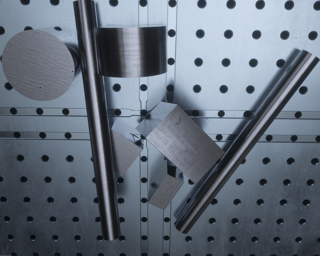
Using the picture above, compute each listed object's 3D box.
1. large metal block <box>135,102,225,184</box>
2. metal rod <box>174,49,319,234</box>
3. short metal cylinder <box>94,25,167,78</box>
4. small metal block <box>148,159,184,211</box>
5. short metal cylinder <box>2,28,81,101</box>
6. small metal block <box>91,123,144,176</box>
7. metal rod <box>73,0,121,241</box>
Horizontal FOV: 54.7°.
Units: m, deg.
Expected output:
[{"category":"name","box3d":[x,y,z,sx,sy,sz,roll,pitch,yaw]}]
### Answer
[{"category":"large metal block","box3d":[0.021,0.014,0.383,0.080,0.080,0.050,44,86,-15]},{"category":"metal rod","box3d":[0.109,0.030,0.425,0.025,0.025,0.298,29,107,-10]},{"category":"short metal cylinder","box3d":[-0.032,-0.089,0.351,0.080,0.080,0.050,-1,110,0]},{"category":"small metal block","box3d":[0.008,0.076,0.428,0.025,0.050,0.050,29,108,-10]},{"category":"short metal cylinder","box3d":[-0.136,-0.077,0.370,0.081,0.050,0.079,0,110,0]},{"category":"small metal block","box3d":[-0.057,0.030,0.424,0.050,0.025,0.050,34,106,-12]},{"category":"metal rod","box3d":[-0.077,0.000,0.389,0.025,0.025,0.298,-4,101,1]}]
